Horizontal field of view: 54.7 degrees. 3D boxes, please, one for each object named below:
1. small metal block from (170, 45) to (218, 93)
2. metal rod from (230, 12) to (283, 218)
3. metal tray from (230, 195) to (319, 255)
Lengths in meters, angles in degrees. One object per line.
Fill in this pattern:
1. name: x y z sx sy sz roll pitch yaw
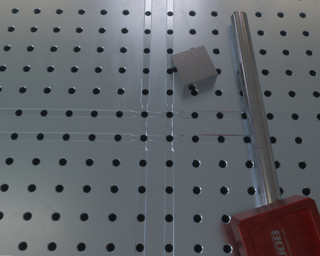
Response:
1. small metal block: 0.048 -0.084 0.443 0.050 0.025 0.050 -19 71 -7
2. metal rod: 0.129 -0.030 0.423 0.025 0.025 0.299 -3 70 -1
3. metal tray: 0.142 0.150 0.340 0.091 0.030 0.129 -17 84 -6
